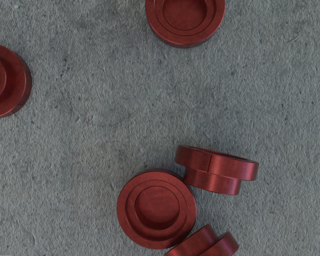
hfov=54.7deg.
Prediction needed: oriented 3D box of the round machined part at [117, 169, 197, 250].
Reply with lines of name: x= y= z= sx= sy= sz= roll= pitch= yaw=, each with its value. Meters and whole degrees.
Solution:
round machined part: x=-0.002 y=0.100 z=0.398 sx=0.099 sy=0.042 sz=0.097 roll=0 pitch=93 yaw=6

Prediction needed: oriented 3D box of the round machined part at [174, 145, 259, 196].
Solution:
round machined part: x=0.065 y=0.051 z=0.374 sx=0.099 sy=0.098 sz=0.042 roll=12 pitch=90 yaw=0

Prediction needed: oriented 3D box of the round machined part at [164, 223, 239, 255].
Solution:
round machined part: x=0.044 y=0.153 z=0.377 sx=0.098 sy=0.098 sz=0.042 roll=-35 pitch=71 yaw=0

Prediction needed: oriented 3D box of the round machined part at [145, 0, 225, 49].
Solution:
round machined part: x=0.031 y=-0.151 z=0.401 sx=0.099 sy=0.042 sz=0.097 roll=0 pitch=90 yaw=0

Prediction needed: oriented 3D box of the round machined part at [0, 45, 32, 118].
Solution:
round machined part: x=-0.223 y=-0.061 z=0.400 sx=0.099 sy=0.042 sz=0.097 roll=0 pitch=90 yaw=0
